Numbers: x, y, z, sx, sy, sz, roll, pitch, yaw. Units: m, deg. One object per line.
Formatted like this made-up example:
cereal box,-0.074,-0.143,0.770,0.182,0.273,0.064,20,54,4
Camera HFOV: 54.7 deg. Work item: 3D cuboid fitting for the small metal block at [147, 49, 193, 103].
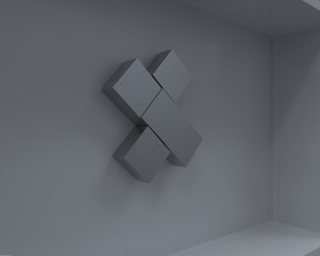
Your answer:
small metal block,0.010,-0.067,0.411,0.050,0.025,0.050,49,60,-29

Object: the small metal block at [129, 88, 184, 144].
small metal block,-0.003,-0.015,0.400,0.050,0.025,0.050,49,61,-29

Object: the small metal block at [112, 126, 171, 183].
small metal block,-0.022,0.032,0.386,0.050,0.025,0.050,50,61,-28

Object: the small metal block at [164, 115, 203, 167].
small metal block,0.026,0.018,0.425,0.050,0.025,0.050,49,61,-29

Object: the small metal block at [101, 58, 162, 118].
small metal block,-0.033,-0.047,0.376,0.050,0.025,0.050,49,61,-29
